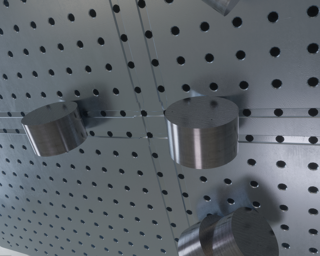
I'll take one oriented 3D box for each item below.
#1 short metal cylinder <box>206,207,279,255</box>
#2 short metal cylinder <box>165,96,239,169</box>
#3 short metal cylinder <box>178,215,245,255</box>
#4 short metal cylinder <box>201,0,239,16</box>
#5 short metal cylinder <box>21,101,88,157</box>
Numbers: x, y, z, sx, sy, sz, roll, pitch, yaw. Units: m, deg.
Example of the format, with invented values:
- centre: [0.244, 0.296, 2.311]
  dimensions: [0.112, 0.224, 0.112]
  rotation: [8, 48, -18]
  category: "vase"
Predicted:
- centre: [0.110, 0.153, 0.413]
  dimensions: [0.080, 0.080, 0.050]
  rotation: [42, 129, -1]
  category: "short metal cylinder"
- centre: [0.048, 0.003, 0.352]
  dimensions: [0.080, 0.080, 0.050]
  rotation: [8, 122, 24]
  category: "short metal cylinder"
- centre: [0.073, 0.172, 0.444]
  dimensions: [0.080, 0.080, 0.050]
  rotation: [42, 129, -1]
  category: "short metal cylinder"
- centre: [0.058, -0.142, 0.257]
  dimensions: [0.050, 0.080, 0.080]
  rotation: [37, 129, 3]
  category: "short metal cylinder"
- centre: [-0.154, -0.001, 0.456]
  dimensions: [0.080, 0.080, 0.050]
  rotation: [2, 119, 27]
  category: "short metal cylinder"
